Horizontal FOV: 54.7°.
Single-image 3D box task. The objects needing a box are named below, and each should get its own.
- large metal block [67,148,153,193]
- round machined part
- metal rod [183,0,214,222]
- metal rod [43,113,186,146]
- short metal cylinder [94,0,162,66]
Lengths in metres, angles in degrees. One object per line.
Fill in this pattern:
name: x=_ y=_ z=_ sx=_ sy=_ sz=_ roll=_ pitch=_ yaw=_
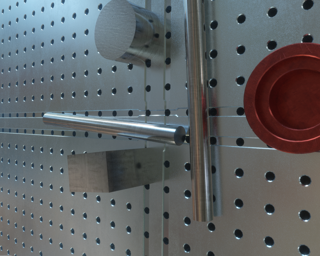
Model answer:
large metal block: x=-0.068 y=0.057 z=0.428 sx=0.080 sy=0.081 sz=0.050 roll=-9 pitch=85 yaw=39
round machined part: x=0.133 y=-0.026 z=0.288 sx=0.098 sy=0.042 sz=0.097 roll=0 pitch=90 yaw=39
metal rod: x=0.045 y=-0.042 z=0.370 sx=0.025 sy=0.025 sz=0.298 roll=-4 pitch=88 yaw=39
metal rod: x=-0.091 y=-0.004 z=0.481 sx=0.300 sy=0.025 sz=0.025 roll=7 pitch=94 yaw=39
short metal cylinder: x=-0.045 y=-0.130 z=0.428 sx=0.080 sy=0.050 sz=0.079 roll=0 pitch=90 yaw=39
